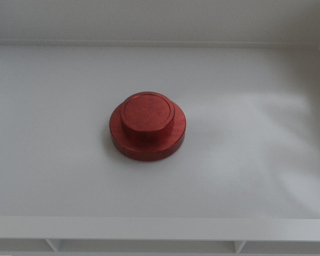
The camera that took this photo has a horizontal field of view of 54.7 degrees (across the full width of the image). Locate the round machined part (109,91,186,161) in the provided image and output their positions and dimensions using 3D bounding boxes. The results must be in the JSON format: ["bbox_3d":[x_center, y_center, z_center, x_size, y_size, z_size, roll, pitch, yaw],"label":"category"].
[{"bbox_3d":[-0.016,-0.009,0.397,0.099,0.042,0.098,0,50,0],"label":"round machined part"}]
